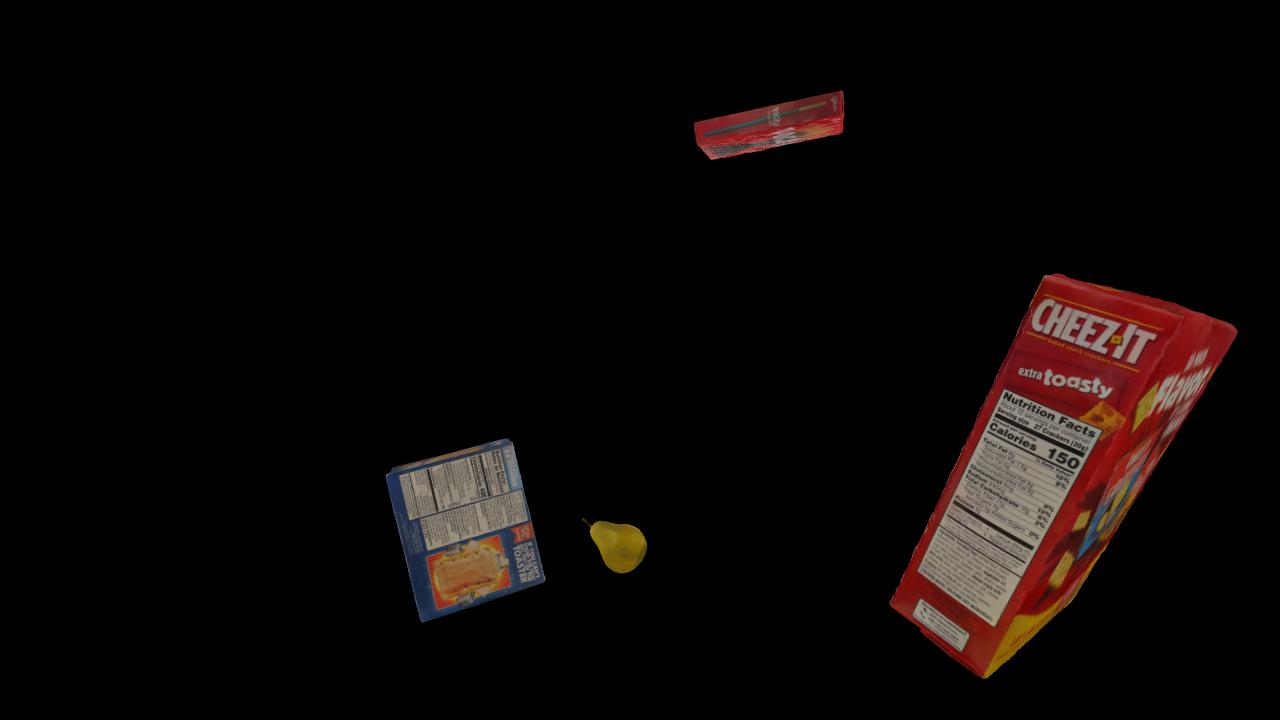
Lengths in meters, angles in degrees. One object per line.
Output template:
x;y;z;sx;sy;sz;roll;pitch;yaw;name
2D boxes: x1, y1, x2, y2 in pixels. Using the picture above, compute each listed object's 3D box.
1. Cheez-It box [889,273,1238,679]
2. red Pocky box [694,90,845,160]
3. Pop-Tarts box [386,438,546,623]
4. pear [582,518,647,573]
0.262;0.067;0.383;0.166;0.223;0.071;-1;25;-40;Cheez-It box
0.142;-0.253;0.673;0.155;0.028;0.083;-6;3;18;red Pocky box
-0.201;0.190;0.715;0.141;0.167;0.083;-14;3;-17;Pop-Tarts box
-0.046;0.292;0.995;0.111;0.080;0.080;32;14;23;pear
